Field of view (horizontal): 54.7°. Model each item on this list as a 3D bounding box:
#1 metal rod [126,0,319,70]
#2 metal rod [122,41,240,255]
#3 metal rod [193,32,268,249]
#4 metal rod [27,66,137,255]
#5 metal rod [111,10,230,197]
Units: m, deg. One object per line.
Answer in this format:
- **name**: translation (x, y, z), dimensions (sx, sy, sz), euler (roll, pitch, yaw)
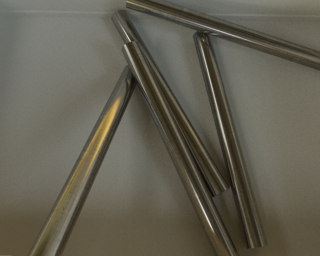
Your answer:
- **metal rod**: translation (0.101, -0.136, 0.439), dimensions (0.302, 0.025, 0.025), euler (17, 71, -3)
- **metal rod**: translation (0.020, 0.023, 0.387), dimensions (0.025, 0.025, 0.299), euler (-23, 77, -8)
- **metal rod**: translation (0.087, 0.000, 0.410), dimensions (0.025, 0.025, 0.299), euler (-9, 70, -4)
- **metal rod**: translation (-0.070, 0.024, 0.336), dimensions (0.025, 0.025, 0.300), euler (13, 46, 4)
- **metal rod**: translation (0.006, -0.045, 0.426), dimensions (0.025, 0.025, 0.299), euler (-26, 72, -9)
